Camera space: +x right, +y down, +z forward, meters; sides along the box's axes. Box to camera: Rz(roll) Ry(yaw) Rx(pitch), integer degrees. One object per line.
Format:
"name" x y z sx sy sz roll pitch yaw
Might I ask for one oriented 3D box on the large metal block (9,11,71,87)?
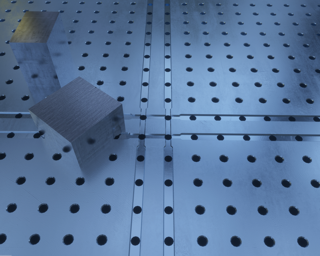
"large metal block" -0.176 -0.119 0.470 0.050 0.080 0.080 1 50 0

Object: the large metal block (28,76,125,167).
"large metal block" -0.104 -0.011 0.399 0.080 0.050 0.080 33 57 24
